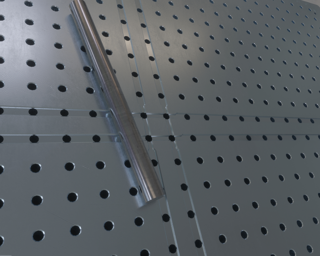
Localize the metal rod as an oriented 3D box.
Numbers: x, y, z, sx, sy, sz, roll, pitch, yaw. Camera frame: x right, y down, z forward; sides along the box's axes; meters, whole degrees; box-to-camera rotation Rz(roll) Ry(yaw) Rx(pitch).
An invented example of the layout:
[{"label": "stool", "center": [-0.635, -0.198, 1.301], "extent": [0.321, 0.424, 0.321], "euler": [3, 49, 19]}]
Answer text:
[{"label": "metal rod", "center": [-0.063, -0.048, 0.403], "extent": [0.025, 0.025, 0.299], "euler": [-11, 68, -33]}]
